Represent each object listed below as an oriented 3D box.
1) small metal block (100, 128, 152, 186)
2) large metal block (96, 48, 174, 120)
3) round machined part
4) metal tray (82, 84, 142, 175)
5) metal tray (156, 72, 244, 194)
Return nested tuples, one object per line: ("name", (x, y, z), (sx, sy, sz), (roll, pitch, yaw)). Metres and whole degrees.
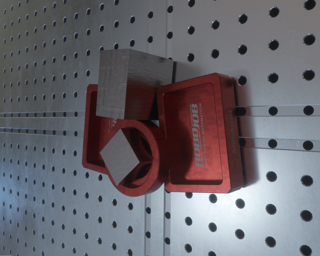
("small metal block", (-0.042, 0.035, 0.384), (0.050, 0.025, 0.050), (-47, 62, 30))
("large metal block", (-0.031, -0.052, 0.394), (0.050, 0.081, 0.079), (8, 95, 40))
("round machined part", (-0.024, 0.036, 0.401), (0.098, 0.042, 0.097), (0, 90, 40))
("metal tray", (-0.073, 0.002, 0.461), (0.090, 0.030, 0.129), (8, 95, 39))
("metal tray", (0.044, 0.009, 0.364), (0.090, 0.030, 0.129), (-8, 85, 39))
